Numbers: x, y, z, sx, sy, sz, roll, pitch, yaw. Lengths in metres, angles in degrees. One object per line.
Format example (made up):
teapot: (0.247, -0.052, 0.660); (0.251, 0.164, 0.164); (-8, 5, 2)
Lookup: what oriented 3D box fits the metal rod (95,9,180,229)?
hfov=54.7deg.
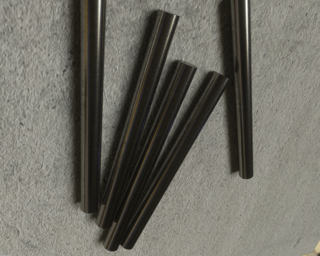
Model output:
metal rod: (-0.035, 0.006, 0.390); (0.025, 0.025, 0.298); (5, 116, -31)

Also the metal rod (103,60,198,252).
metal rod: (-0.021, 0.051, 0.426); (0.025, 0.025, 0.298); (10, 114, -33)

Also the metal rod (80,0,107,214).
metal rod: (-0.077, -0.023, 0.350); (0.025, 0.025, 0.298); (-7, 122, -25)

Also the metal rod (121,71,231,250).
metal rod: (0.015, 0.057, 0.449); (0.025, 0.025, 0.298); (17, 110, -35)

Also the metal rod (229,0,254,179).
metal rod: (0.121, -0.037, 0.449); (0.025, 0.025, 0.298); (-24, 127, -14)
